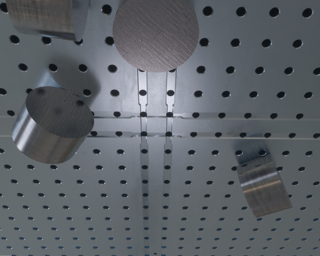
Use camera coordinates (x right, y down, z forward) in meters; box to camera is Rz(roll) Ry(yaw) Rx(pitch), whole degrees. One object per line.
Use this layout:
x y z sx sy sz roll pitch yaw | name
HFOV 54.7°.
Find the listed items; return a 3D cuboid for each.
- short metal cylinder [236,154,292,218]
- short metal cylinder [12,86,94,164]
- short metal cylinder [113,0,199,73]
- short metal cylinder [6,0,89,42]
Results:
0.150 0.083 0.448 0.050 0.080 0.080 -23 127 18 | short metal cylinder
-0.127 -0.004 0.371 0.080 0.080 0.050 27 125 -21 | short metal cylinder
-0.004 -0.103 0.308 0.081 0.050 0.079 0 130 0 | short metal cylinder
-0.094 -0.120 0.272 0.050 0.080 0.079 7 130 -6 | short metal cylinder
